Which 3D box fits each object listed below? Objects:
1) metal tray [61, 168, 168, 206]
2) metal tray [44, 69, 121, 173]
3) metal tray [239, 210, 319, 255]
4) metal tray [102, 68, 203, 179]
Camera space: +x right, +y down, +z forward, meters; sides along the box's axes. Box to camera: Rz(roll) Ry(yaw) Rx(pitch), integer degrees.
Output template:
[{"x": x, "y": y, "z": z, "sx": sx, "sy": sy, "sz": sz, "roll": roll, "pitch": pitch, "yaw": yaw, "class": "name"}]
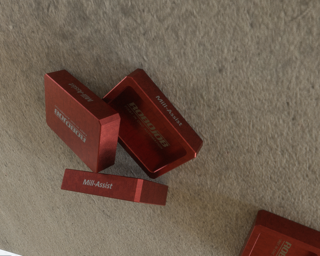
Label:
[{"x": -0.065, "y": 0.087, "z": 0.454, "sx": 0.130, "sy": 0.090, "sz": 0.030, "roll": 3, "pitch": 76, "yaw": 26, "class": "metal tray"}, {"x": -0.110, "y": -0.011, "z": 0.423, "sx": 0.130, "sy": 0.030, "sz": 0.089, "roll": 38, "pitch": 133, "yaw": 29, "class": "metal tray"}, {"x": 0.162, "y": 0.182, "z": 0.430, "sx": 0.090, "sy": 0.030, "sz": 0.129, "roll": 19, "pitch": 126, "yaw": 16, "class": "metal tray"}, {"x": -0.018, "y": -0.002, "z": 0.410, "sx": 0.090, "sy": 0.030, "sz": 0.130, "roll": -35, "pitch": 100, "yaw": 38, "class": "metal tray"}]
